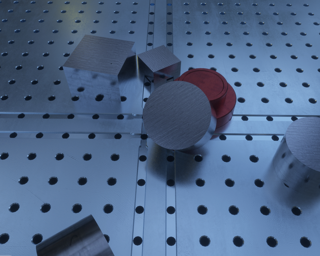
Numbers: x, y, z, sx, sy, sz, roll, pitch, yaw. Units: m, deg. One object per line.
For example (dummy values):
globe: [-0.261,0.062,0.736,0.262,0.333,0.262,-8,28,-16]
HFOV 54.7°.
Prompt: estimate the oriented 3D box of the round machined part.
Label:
round machined part: [0.059,-0.047,0.437,0.099,0.042,0.098,0,50,0]

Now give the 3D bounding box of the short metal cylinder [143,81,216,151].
short metal cylinder: [0.026,-0.012,0.377,0.080,0.050,0.080,-2,83,16]

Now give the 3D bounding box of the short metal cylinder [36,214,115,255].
short metal cylinder: [-0.065,0.123,0.268,0.050,0.080,0.080,-27,55,-20]

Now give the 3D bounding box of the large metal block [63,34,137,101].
large metal block: [-0.087,-0.092,0.468,0.080,0.050,0.080,11,51,9]

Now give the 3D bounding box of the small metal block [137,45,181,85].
small metal block: [-0.002,-0.101,0.493,0.050,0.025,0.050,-26,55,-20]

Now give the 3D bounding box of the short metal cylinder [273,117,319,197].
short metal cylinder: [0.182,0.033,0.365,0.081,0.050,0.080,0,50,0]
